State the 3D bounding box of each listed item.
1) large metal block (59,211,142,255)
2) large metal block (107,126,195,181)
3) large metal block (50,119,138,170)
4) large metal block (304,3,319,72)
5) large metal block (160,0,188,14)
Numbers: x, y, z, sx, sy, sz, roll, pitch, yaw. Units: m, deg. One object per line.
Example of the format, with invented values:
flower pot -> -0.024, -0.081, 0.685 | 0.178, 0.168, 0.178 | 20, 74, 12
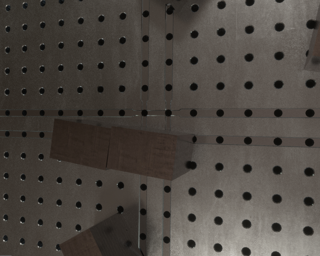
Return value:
large metal block -> -0.072, 0.167, 0.408 | 0.050, 0.080, 0.080 | -32, 80, 17
large metal block -> -0.008, 0.027, 0.385 | 0.080, 0.080, 0.050 | 8, 93, 19
large metal block -> -0.084, 0.019, 0.412 | 0.080, 0.080, 0.050 | 9, 93, 19
large metal block -> 0.188, -0.102, 0.317 | 0.050, 0.080, 0.079 | 13, 95, 19
large metal block -> 0.011, -0.210, 0.395 | 0.080, 0.050, 0.080 | 41, 103, 15
